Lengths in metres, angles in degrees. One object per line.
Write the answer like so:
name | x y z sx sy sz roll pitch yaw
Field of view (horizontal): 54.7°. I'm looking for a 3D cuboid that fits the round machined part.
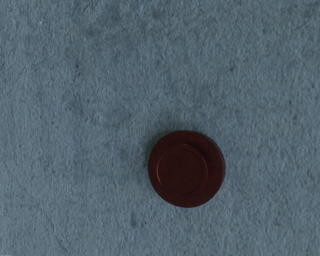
round machined part | 0.030 0.052 0.389 0.098 0.042 0.097 0 90 19
